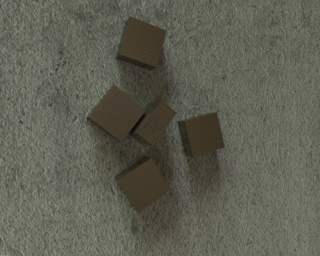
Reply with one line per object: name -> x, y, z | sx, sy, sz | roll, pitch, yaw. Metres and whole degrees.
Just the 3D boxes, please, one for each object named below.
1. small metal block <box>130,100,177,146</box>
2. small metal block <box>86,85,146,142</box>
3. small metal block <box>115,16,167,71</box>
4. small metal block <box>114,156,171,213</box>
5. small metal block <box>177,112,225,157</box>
small metal block -> -0.011, -0.006, 0.391 | 0.025, 0.050, 0.050 | 39, 78, -16
small metal block -> -0.055, -0.018, 0.388 | 0.050, 0.025, 0.050 | 40, 77, -16
small metal block -> -0.025, -0.108, 0.400 | 0.050, 0.025, 0.050 | 16, 85, -20
small metal block -> -0.023, 0.072, 0.401 | 0.050, 0.025, 0.050 | -33, 101, -17
small metal block -> 0.057, 0.009, 0.430 | 0.050, 0.025, 0.050 | -16, 95, -19
